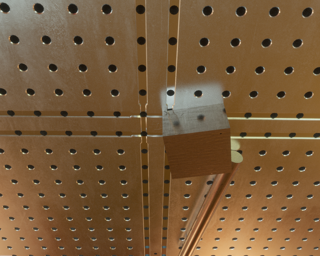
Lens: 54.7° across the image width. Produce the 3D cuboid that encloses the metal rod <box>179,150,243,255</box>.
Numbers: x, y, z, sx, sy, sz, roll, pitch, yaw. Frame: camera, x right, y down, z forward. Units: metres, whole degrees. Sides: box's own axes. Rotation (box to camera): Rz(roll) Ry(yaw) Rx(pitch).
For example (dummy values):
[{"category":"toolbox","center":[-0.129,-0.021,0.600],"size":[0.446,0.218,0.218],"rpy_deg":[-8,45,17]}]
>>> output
[{"category":"metal rod","center":[0.079,0.153,0.542],"size":[0.025,0.025,0.298],"rpy_deg":[8,130,-7]}]

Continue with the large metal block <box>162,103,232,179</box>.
[{"category":"large metal block","center":[0.050,0.019,0.412],"size":[0.080,0.050,0.080],"rpy_deg":[-8,130,6]}]
